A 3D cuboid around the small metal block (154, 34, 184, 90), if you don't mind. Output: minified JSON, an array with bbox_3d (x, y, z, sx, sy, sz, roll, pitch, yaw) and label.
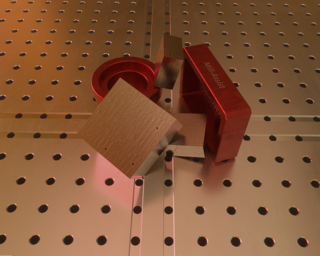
[{"bbox_3d":[0.011,-0.088,0.412,0.025,0.050,0.050,9,48,-11],"label":"small metal block"}]

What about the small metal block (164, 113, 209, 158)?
[{"bbox_3d":[0.034,0.009,0.394,0.050,0.025,0.050,2,54,16],"label":"small metal block"}]

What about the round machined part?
[{"bbox_3d":[-0.045,-0.055,0.442,0.099,0.042,0.098,0,50,0],"label":"round machined part"}]

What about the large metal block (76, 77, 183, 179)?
[{"bbox_3d":[-0.033,0.002,0.360,0.080,0.050,0.080,38,90,14],"label":"large metal block"}]

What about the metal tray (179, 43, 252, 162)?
[{"bbox_3d":[0.063,-0.034,0.394,0.030,0.089,0.130,-14,52,-12],"label":"metal tray"}]
